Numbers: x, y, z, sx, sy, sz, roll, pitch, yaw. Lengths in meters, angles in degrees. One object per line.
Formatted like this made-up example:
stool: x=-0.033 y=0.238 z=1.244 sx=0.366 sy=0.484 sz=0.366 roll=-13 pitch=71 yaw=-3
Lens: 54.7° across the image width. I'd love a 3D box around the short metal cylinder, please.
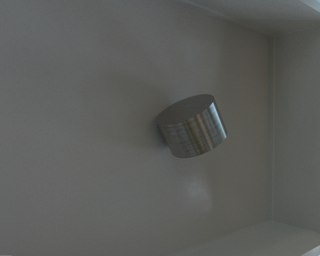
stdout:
short metal cylinder: x=0.042 y=-0.004 z=0.408 sx=0.080 sy=0.080 sz=0.050 roll=-39 pitch=114 yaw=-33
